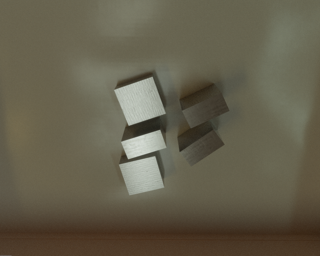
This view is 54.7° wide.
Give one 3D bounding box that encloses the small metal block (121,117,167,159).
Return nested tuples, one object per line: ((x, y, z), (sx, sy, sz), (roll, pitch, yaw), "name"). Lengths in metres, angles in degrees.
((-0.020, 0.012, 0.402), (0.050, 0.050, 0.025), (-17, 109, 6), "small metal block")

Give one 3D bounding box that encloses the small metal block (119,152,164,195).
((-0.025, 0.061, 0.434), (0.050, 0.025, 0.050), (-14, 110, 4), "small metal block")

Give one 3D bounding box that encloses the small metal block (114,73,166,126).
((-0.025, -0.037, 0.397), (0.050, 0.025, 0.050), (-18, 109, 6), "small metal block")

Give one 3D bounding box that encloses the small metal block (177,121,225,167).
((0.052, 0.017, 0.405), (0.050, 0.050, 0.025), (-35, 107, 12), "small metal block")

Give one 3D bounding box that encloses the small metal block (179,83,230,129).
((0.054, -0.029, 0.388), (0.050, 0.050, 0.025), (-25, 109, 8), "small metal block")
